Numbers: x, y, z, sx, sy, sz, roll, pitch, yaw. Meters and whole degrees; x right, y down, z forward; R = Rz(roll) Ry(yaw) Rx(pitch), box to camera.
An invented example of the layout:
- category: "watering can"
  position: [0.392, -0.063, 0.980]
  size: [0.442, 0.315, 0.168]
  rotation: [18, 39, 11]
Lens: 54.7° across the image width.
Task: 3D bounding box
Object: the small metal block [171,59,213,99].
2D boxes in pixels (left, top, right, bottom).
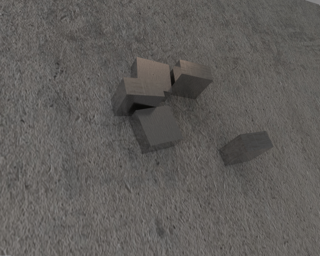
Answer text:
- category: "small metal block"
  position: [0.041, -0.069, 0.452]
  size: [0.050, 0.050, 0.025]
  rotation: [8, 59, -24]

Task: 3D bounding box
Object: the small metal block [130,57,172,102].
- category: "small metal block"
  position: [-0.013, -0.068, 0.438]
  size: [0.050, 0.025, 0.050]
  rotation: [9, 58, -24]

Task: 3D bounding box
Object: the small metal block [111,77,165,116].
- category: "small metal block"
  position: [-0.029, -0.038, 0.395]
  size: [0.050, 0.050, 0.025]
  rotation: [0, 61, -28]

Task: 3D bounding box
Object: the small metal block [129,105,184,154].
- category: "small metal block"
  position: [-0.005, 0.001, 0.400]
  size: [0.050, 0.025, 0.050]
  rotation: [-11, 68, -33]

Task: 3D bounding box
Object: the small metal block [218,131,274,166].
- category: "small metal block"
  position: [0.120, 0.029, 0.434]
  size: [0.050, 0.050, 0.025]
  rotation: [-6, 65, -31]
